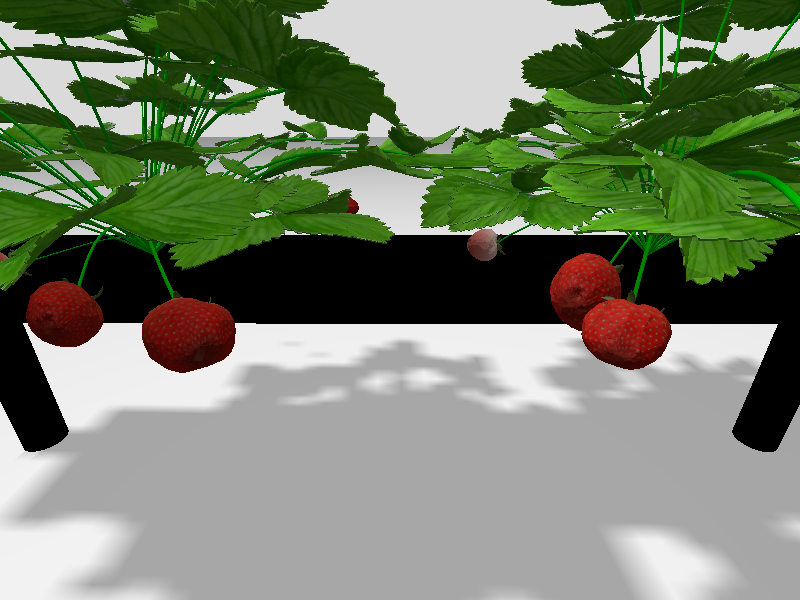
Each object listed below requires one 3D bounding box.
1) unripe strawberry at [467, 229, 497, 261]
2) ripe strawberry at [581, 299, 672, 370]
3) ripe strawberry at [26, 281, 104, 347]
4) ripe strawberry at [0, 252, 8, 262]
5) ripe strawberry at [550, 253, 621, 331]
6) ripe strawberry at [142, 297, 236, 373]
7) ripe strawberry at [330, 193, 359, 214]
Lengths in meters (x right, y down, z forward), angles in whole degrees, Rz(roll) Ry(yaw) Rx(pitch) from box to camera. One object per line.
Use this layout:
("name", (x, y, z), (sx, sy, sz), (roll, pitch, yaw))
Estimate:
("unripe strawberry", (0.070, -0.047, 0.342), (0.026, 0.027, 0.024), (-5, 24, -5))
("ripe strawberry", (0.105, 0.018, 0.189), (0.037, 0.033, 0.034), (15, 39, 30))
("ripe strawberry", (-0.175, 0.009, 0.207), (0.031, 0.035, 0.033), (-7, 27, -16))
("ripe strawberry", (-0.292, -0.021, 0.281), (0.033, 0.030, 0.030), (18, 30, 34))
("ripe strawberry", (0.102, -0.003, 0.224), (0.038, 0.043, 0.041), (19, 31, 36))
("ripe strawberry", (-0.097, 0.017, 0.188), (0.040, 0.034, 0.040), (-16, 29, -31))
("ripe strawberry", (-0.067, -0.108, 0.470), (0.035, 0.035, 0.039), (-17, 29, -35))
